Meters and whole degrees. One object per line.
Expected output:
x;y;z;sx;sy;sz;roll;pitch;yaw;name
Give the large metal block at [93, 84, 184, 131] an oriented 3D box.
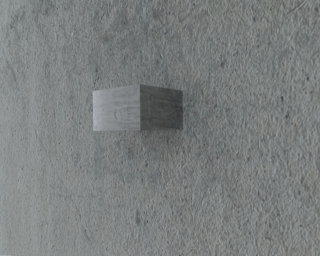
-0.027;-0.022;0.391;0.080;0.081;0.050;-1;89;39;large metal block
